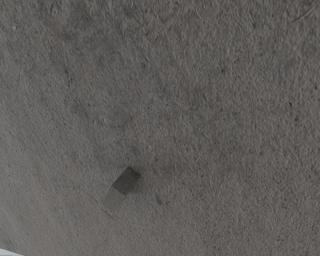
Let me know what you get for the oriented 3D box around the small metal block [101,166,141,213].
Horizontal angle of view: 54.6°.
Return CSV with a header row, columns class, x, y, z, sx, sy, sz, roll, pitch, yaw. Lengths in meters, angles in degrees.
class,x,y,z,sx,sy,sz,roll,pitch,yaw
small metal block,-0.060,0.095,0.482,0.025,0.050,0.050,35,129,5
